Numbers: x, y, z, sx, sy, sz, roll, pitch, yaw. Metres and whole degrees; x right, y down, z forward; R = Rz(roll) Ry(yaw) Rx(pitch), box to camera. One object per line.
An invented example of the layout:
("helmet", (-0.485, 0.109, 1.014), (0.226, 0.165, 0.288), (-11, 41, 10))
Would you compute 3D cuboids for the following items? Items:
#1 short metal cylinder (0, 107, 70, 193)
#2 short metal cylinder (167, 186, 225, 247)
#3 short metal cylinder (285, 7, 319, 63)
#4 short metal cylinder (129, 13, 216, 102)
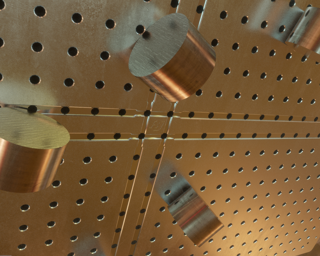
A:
("short metal cylinder", (-0.139, 0.020, 0.312), (0.081, 0.080, 0.050), (13, 112, -34))
("short metal cylinder", (0.057, 0.140, 0.493), (0.050, 0.080, 0.080), (-40, 130, -1))
("short metal cylinder", (0.221, -0.122, 0.421), (0.081, 0.080, 0.050), (17, 110, -35))
("short metal cylinder", (0.013, -0.075, 0.336), (0.080, 0.080, 0.050), (-49, 129, 6))
